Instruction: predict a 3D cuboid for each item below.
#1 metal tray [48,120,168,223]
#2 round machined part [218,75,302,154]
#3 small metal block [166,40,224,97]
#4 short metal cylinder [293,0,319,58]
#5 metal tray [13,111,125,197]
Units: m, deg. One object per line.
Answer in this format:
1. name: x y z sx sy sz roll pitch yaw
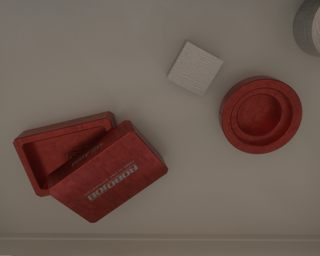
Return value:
1. metal tray: -0.066 0.060 0.406 0.130 0.030 0.090 -35 127 4
2. round machined part: 0.124 -0.019 0.397 0.099 0.042 0.097 0 110 -1
3. small metal block: 0.042 -0.074 0.385 0.050 0.025 0.050 27 108 -10
4. short metal cylinder: 0.204 -0.119 0.357 0.081 0.050 0.079 0 110 -1
5. metal tray: -0.116 0.036 0.420 0.131 0.030 0.089 -13 110 4
